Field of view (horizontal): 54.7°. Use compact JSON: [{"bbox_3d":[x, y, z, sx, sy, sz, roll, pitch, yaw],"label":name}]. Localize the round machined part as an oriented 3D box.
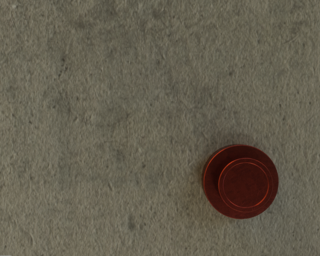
[{"bbox_3d":[0.106,0.071,0.403,0.099,0.042,0.097,0,90,-1],"label":"round machined part"}]
